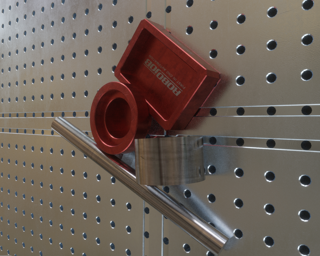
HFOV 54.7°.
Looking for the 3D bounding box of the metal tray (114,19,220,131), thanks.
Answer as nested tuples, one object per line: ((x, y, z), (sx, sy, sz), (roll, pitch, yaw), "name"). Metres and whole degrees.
((0.003, -0.069, 0.401), (0.130, 0.030, 0.089), (48, 118, 29), "metal tray")

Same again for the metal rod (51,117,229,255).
((-0.043, 0.064, 0.416), (0.300, 0.025, 0.025), (32, 110, 26), "metal rod")

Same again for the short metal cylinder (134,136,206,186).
((0.011, 0.036, 0.361), (0.080, 0.081, 0.050), (-5, 87, 39), "short metal cylinder")

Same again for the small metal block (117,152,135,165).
((-0.066, 0.038, 0.461), (0.050, 0.025, 0.050), (35, 111, 34), "small metal block")

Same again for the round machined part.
((-0.050, -0.013, 0.427), (0.098, 0.042, 0.097), (0, 90, 41), "round machined part")
